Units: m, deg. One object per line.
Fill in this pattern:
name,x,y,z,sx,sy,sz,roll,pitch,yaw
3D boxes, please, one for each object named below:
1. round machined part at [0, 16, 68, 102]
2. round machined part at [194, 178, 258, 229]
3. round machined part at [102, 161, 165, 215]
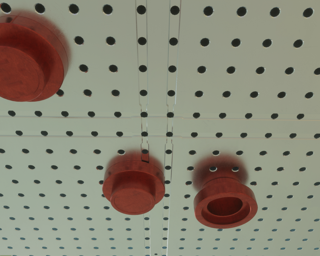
round machined part,-0.156,-0.068,0.341,0.099,0.042,0.097,0,130,0
round machined part,0.103,0.118,0.501,0.099,0.042,0.097,0,130,0
round machined part,-0.041,0.100,0.485,0.099,0.042,0.097,0,130,0
